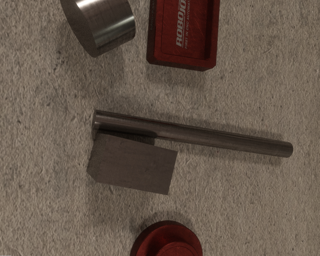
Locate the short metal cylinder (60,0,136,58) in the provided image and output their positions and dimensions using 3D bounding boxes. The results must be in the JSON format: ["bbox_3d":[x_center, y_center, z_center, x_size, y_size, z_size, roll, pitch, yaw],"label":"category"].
[{"bbox_3d":[-0.071,-0.128,0.354,0.050,0.080,0.080,-32,101,-17],"label":"short metal cylinder"}]

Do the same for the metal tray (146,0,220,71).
[{"bbox_3d":[0.033,-0.148,0.419,0.091,0.030,0.129,4,89,-20],"label":"metal tray"}]

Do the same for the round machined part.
[{"bbox_3d":[0.013,0.176,0.406,0.099,0.042,0.097,0,90,-21],"label":"round machined part"}]

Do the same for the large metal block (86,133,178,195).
[{"bbox_3d":[-0.036,0.040,0.367,0.081,0.080,0.050,15,85,-20],"label":"large metal block"}]

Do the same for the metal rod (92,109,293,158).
[{"bbox_3d":[0.059,0.012,0.432,0.302,0.025,0.025,9,87,-20],"label":"metal rod"}]
